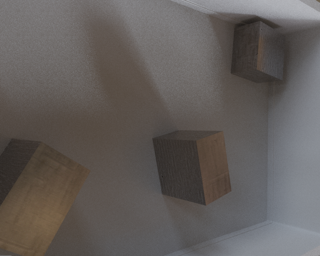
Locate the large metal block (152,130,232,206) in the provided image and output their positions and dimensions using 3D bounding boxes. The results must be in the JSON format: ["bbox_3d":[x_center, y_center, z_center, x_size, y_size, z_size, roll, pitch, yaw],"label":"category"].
[{"bbox_3d":[0.041,0.048,0.407,0.050,0.080,0.079,-16,101,-39],"label":"large metal block"}]

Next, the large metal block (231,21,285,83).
[{"bbox_3d":[0.171,-0.127,0.537,0.081,0.050,0.080,9,85,-40],"label":"large metal block"}]

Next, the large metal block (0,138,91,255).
[{"bbox_3d":[-0.119,0.057,0.272,0.050,0.080,0.080,40,66,-33],"label":"large metal block"}]
